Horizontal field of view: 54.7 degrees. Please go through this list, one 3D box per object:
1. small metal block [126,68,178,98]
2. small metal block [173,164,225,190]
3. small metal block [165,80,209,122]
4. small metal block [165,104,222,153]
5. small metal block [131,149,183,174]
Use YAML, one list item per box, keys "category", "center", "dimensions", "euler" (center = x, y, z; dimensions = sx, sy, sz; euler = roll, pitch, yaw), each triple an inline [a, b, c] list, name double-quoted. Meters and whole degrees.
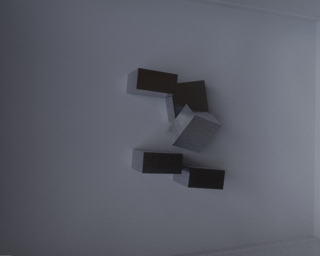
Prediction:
- category: "small metal block"
  center: [-0.011, -0.056, 0.393]
  dimensions: [0.050, 0.050, 0.025]
  euler: [6, 88, -20]
- category: "small metal block"
  center: [0.051, 0.064, 0.416]
  dimensions: [0.050, 0.050, 0.025]
  euler: [7, 88, -20]
- category: "small metal block"
  center: [0.036, -0.037, 0.424]
  dimensions: [0.050, 0.025, 0.050]
  euler: [-9, 93, -20]
- category: "small metal block"
  center: [0.044, 0.002, 0.407]
  dimensions: [0.050, 0.025, 0.050]
  euler: [18, 118, -37]
- category: "small metal block"
  center: [-0.005, 0.042, 0.395]
  dimensions: [0.050, 0.050, 0.025]
  euler: [4, 89, -20]
